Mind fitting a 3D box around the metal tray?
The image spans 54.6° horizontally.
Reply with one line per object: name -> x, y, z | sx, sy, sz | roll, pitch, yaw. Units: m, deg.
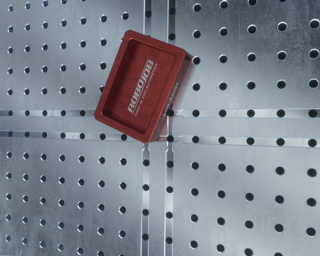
metal tray -> -0.025, -0.055, 0.419 | 0.090, 0.030, 0.129 | 25, 98, 18
